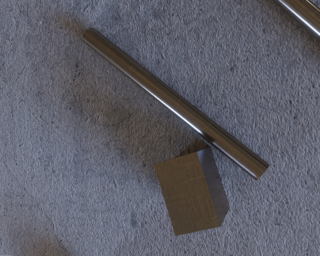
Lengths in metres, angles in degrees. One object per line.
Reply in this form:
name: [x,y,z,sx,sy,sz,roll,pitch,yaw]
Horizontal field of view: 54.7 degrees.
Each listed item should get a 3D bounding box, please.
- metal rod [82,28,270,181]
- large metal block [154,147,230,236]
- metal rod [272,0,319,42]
metal rod: [0.010,-0.040,0.404,0.300,0.025,0.025,40,102,15]
large metal block: [0.041,0.070,0.365,0.050,0.080,0.080,-19,84,19]
metal rod: [0.144,-0.153,0.358,0.025,0.025,0.300,-45,77,14]
